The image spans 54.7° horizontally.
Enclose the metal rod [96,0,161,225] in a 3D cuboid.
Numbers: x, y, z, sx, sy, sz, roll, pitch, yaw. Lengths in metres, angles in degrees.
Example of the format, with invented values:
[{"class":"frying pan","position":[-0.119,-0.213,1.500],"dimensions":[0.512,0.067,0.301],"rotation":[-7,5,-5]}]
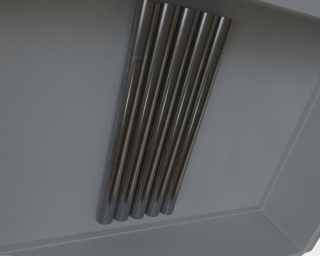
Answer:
[{"class":"metal rod","position":[-0.045,-0.001,0.381],"dimensions":[0.025,0.025,0.298],"rotation":[0,118,-29]}]

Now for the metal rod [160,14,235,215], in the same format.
[{"class":"metal rod","position":[0.043,-0.001,0.430],"dimensions":[0.025,0.025,0.298],"rotation":[0,118,-29]}]

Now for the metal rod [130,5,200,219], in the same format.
[{"class":"metal rod","position":[-0.002,-0.002,0.405],"dimensions":[0.025,0.025,0.298],"rotation":[0,118,-29]}]

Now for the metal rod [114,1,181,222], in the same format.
[{"class":"metal rod","position":[-0.024,-0.002,0.392],"dimensions":[0.025,0.025,0.298],"rotation":[0,118,-29]}]

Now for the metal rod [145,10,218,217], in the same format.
[{"class":"metal rod","position":[0.021,-0.001,0.417],"dimensions":[0.025,0.025,0.298],"rotation":[0,118,-29]}]
